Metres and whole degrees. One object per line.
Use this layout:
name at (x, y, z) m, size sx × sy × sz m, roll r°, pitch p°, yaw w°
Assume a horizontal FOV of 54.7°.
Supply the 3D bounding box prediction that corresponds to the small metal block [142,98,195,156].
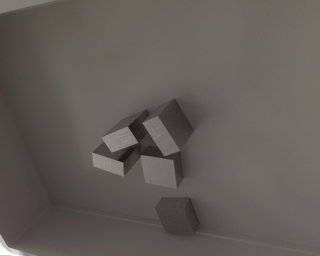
small metal block at (0.012, -0.001, 0.385) m, size 0.025 × 0.050 × 0.050 m, roll -23°, pitch 106°, yaw 36°

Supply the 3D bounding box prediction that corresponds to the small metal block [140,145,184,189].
small metal block at (0.003, 0.056, 0.441) m, size 0.050 × 0.025 × 0.050 m, roll 6°, pitch 121°, yaw 25°

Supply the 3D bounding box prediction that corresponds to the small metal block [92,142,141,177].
small metal block at (-0.062, 0.039, 0.449) m, size 0.050 × 0.050 × 0.025 m, roll 15°, pitch 125°, yaw 19°

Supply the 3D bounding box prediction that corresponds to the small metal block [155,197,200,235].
small metal block at (0.027, 0.135, 0.478) m, size 0.050 × 0.025 × 0.050 m, roll -8°, pitch 115°, yaw 31°

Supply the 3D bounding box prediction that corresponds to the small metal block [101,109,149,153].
small metal block at (-0.042, 0.004, 0.417) m, size 0.050 × 0.050 × 0.025 m, roll -21°, pitch 107°, yaw 36°
